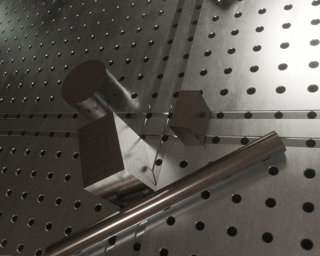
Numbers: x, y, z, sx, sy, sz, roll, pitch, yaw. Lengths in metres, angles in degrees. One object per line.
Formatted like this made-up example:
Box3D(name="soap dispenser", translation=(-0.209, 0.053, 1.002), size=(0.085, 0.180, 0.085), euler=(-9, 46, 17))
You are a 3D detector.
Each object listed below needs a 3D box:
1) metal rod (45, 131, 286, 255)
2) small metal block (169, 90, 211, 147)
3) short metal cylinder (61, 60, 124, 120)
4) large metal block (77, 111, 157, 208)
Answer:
Box3D(name="metal rod", translation=(-0.002, 0.085, 0.355), size=(0.301, 0.025, 0.025), euler=(-29, 52, 9))
Box3D(name="small metal block", translation=(0.038, -0.011, 0.378), size=(0.025, 0.050, 0.050), euler=(3, 63, 29))
Box3D(name="short metal cylinder", translation=(-0.104, -0.059, 0.481), size=(0.080, 0.050, 0.080), euler=(-13, 56, 20))
Box3D(name="large metal block", translation=(-0.051, 0.041, 0.373), size=(0.050, 0.080, 0.080), euler=(-26, 53, 12))
